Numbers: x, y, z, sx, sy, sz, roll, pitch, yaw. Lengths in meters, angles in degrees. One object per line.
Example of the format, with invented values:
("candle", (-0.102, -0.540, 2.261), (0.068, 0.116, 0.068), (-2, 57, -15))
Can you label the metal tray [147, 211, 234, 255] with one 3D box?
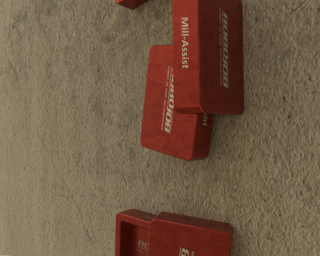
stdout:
("metal tray", (0.031, 0.170, 0.355), (0.090, 0.030, 0.129), (6, 94, 17))

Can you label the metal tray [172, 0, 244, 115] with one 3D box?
("metal tray", (0.052, -0.079, 0.319), (0.030, 0.091, 0.129), (-1, 89, 40))

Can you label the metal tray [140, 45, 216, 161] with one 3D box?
("metal tray", (0.022, -0.033, 0.376), (0.090, 0.030, 0.129), (13, 100, 45))

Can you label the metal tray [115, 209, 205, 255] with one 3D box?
("metal tray", (-0.004, 0.164, 0.404), (0.130, 0.030, 0.089), (2, 92, 40))

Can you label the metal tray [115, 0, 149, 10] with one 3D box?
("metal tray", (-0.010, -0.227, 0.410), (0.130, 0.030, 0.090), (-12, 82, 39))
